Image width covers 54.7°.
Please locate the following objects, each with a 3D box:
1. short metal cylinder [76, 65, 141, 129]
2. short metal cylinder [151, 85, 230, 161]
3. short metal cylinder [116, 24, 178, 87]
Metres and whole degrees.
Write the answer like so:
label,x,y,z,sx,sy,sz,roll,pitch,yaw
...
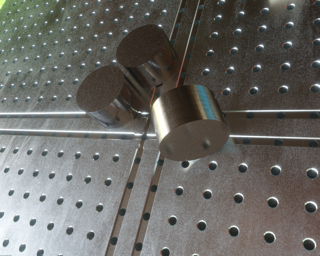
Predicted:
label,x,y,z,sx,sy,sz,roll,pitch,yaw
short metal cylinder,-0.075,-0.045,0.459,0.080,0.050,0.080,-13,57,21
short metal cylinder,0.034,-0.004,0.358,0.080,0.080,0.050,-24,53,13
short metal cylinder,-0.019,-0.109,0.469,0.080,0.050,0.080,-13,56,21
